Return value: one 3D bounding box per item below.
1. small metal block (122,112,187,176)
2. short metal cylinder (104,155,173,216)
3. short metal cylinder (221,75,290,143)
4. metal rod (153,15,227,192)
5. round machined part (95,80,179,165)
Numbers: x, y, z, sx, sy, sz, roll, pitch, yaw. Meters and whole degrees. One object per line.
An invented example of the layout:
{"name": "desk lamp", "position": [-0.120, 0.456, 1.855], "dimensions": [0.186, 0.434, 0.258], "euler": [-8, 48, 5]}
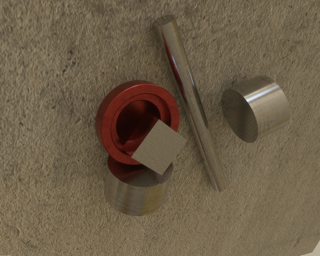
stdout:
{"name": "small metal block", "position": [-0.005, 0.019, 0.352], "dimensions": [0.050, 0.025, 0.050], "euler": [37, 89, -36]}
{"name": "short metal cylinder", "position": [-0.028, 0.063, 0.391], "dimensions": [0.081, 0.080, 0.050], "euler": [-6, 128, -26]}
{"name": "short metal cylinder", "position": [0.129, -0.026, 0.425], "dimensions": [0.050, 0.080, 0.080], "euler": [-25, 128, -13]}
{"name": "metal rod", "position": [0.052, -0.010, 0.429], "dimensions": [0.025, 0.025, 0.299], "euler": [-31, 129, -8]}
{"name": "round machined part", "position": [-0.029, -0.009, 0.368], "dimensions": [0.099, 0.042, 0.097], "euler": [-12, 115, -27]}
